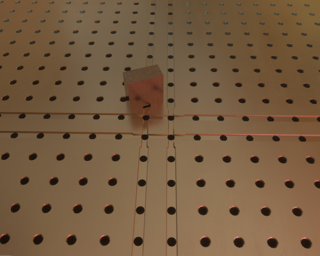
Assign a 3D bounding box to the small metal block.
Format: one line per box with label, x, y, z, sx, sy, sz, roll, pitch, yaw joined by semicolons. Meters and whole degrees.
small metal block;-0.023;-0.058;0.440;0.050;0.050;0.025;-15;52;-12
